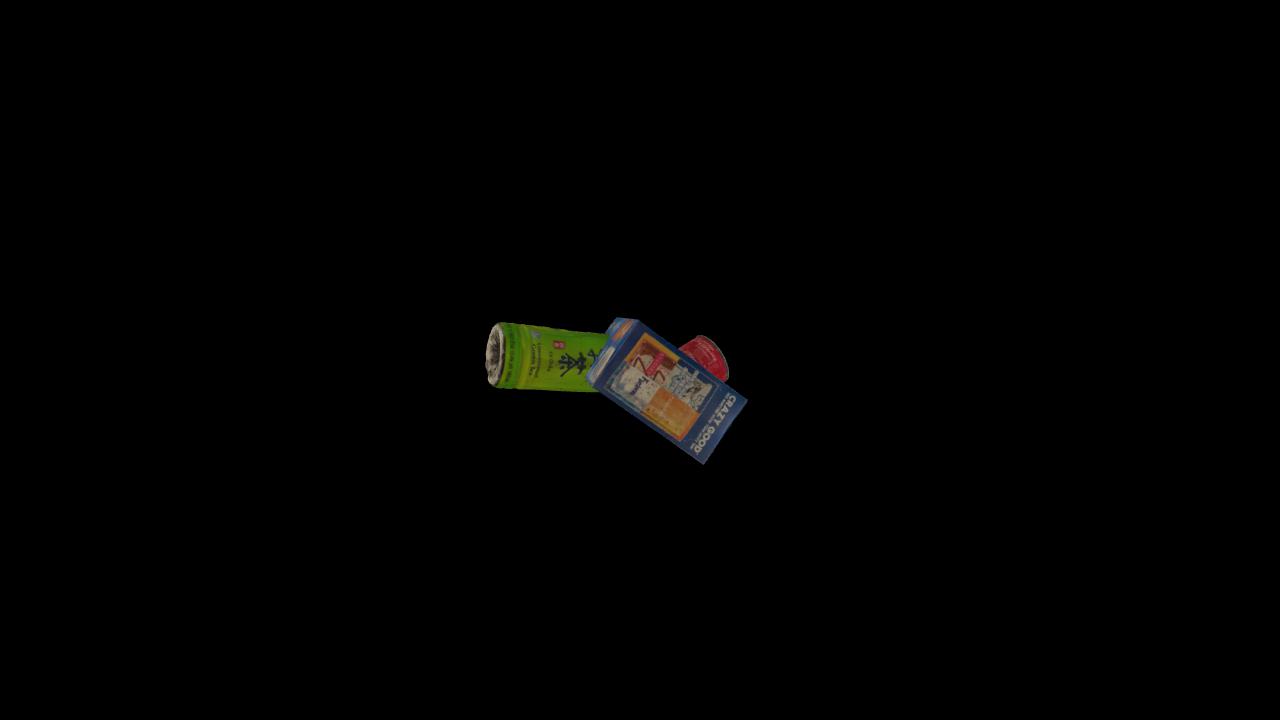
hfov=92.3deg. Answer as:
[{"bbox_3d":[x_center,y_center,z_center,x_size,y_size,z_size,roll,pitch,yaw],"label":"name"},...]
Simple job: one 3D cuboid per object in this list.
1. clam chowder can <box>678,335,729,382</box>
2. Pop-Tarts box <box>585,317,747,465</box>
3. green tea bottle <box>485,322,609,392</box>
[{"bbox_3d":[0.050,0.022,0.757,0.102,0.068,0.068,-31,12,-21],"label":"clam chowder can"},{"bbox_3d":[0.018,0.025,0.675,0.141,0.083,0.167,36,-1,-10],"label":"Pop-Tarts box"},{"bbox_3d":[-0.061,0.002,0.686,0.212,0.073,0.073,5,-2,-30],"label":"green tea bottle"}]
